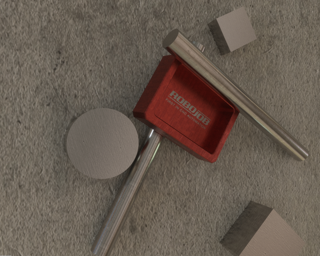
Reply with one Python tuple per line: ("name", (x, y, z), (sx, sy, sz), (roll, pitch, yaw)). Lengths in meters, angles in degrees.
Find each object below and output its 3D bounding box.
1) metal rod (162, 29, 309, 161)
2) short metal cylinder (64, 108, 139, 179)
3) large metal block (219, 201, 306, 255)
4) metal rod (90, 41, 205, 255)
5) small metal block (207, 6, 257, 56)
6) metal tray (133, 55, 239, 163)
("metal rod", (0.118, -0.028, 0.416), (0.301, 0.025, 0.025), (33, 79, -32))
("short metal cylinder", (-0.071, 0.017, 0.370), (0.081, 0.050, 0.079), (0, 90, -21))
("large metal block", (0.150, 0.168, 0.453), (0.080, 0.050, 0.080), (46, 76, -15))
("metal rod", (-0.012, 0.021, 0.405), (0.025, 0.025, 0.299), (28, 81, -18))
("small metal block", (0.105, -0.140, 0.449), (0.050, 0.025, 0.050), (-29, 100, -18))
("metal tray", (0.040, -0.022, 0.399), (0.130, 0.030, 0.090), (34, 78, -32))
